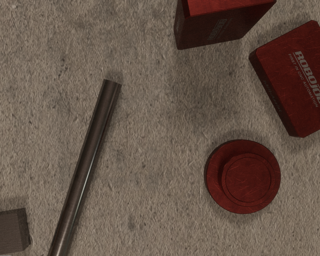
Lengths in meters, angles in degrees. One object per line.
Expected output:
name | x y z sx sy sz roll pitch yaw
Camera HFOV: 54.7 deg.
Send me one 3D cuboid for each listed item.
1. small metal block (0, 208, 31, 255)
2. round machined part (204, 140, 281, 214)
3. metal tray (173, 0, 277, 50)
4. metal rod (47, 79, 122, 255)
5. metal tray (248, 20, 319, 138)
small metal block | -0.204 0.137 0.407 0.050 0.025 0.050 -9 90 -1
round machined part | 0.109 0.064 0.403 0.099 0.042 0.097 0 90 -1
metal tray | 0.065 -0.128 0.358 0.091 0.130 0.030 -11 90 0
metal rod | -0.107 0.082 0.408 0.025 0.025 0.298 18 90 -1
metal tray | 0.189 -0.063 0.410 0.090 0.030 0.130 -28 90 -1
